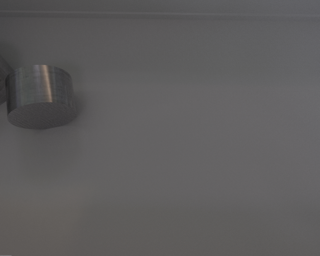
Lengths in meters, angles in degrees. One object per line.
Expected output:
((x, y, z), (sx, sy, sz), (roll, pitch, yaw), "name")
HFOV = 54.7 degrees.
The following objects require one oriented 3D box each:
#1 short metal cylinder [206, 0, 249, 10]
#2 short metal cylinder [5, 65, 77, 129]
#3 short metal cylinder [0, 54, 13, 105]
((0.110, -0.233, 0.484), (0.081, 0.050, 0.080), (0, 70, 0), "short metal cylinder")
((-0.150, -0.037, 0.393), (0.081, 0.080, 0.050), (-12, 71, -4), "short metal cylinder")
((-0.247, -0.071, 0.421), (0.081, 0.050, 0.080), (0, 70, 0), "short metal cylinder")
